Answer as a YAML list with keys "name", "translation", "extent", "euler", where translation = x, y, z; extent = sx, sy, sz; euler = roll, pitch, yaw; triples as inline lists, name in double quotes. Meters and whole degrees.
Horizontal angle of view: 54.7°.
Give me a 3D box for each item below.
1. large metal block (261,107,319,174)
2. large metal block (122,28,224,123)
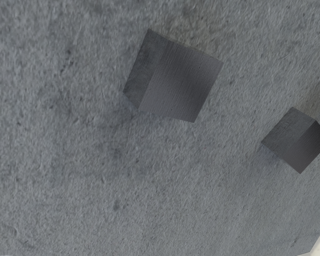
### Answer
- name: "large metal block"
  translation: [0.237, 0.023, 0.537]
  extent: [0.080, 0.050, 0.080]
  euler: [33, 100, -39]
- name: "large metal block"
  translation: [0.014, -0.059, 0.363]
  extent: [0.081, 0.050, 0.079]
  euler: [12, 112, -34]
